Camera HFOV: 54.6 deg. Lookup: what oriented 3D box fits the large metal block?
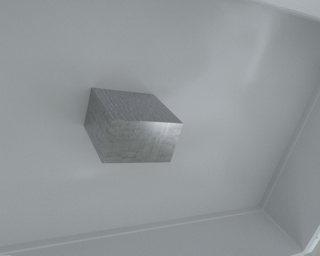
[{"bbox_3d":[-0.033,-0.004,0.352,0.081,0.080,0.050,3,117,-30],"label":"large metal block"}]
